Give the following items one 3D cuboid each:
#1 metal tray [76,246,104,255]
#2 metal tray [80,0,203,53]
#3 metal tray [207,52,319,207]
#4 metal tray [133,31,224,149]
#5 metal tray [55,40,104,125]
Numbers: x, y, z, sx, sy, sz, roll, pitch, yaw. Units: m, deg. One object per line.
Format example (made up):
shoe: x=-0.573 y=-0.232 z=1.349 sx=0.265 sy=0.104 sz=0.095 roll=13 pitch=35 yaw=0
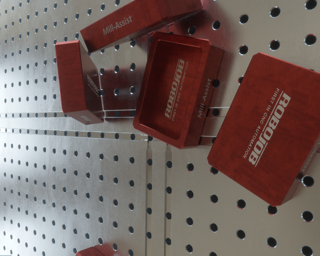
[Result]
metal tray: x=-0.086 y=0.257 z=0.478 sx=0.130 sy=0.030 sz=0.089 roll=19 pitch=102 yaw=38
metal tray: x=-0.024 y=-0.134 z=0.385 sx=0.130 sy=0.091 sz=0.030 roll=-10 pitch=107 yaw=39
metal tray: x=0.113 y=0.000 z=0.313 sx=0.090 sy=0.030 sz=0.129 roll=33 pitch=111 yaw=35
metal tray: x=0.019 y=-0.048 z=0.391 sx=0.090 sy=0.030 sz=0.129 roll=23 pitch=104 yaw=37
metal tray: x=-0.110 y=-0.057 z=0.441 sx=0.030 sy=0.130 sz=0.090 roll=-8 pitch=84 yaw=-2
